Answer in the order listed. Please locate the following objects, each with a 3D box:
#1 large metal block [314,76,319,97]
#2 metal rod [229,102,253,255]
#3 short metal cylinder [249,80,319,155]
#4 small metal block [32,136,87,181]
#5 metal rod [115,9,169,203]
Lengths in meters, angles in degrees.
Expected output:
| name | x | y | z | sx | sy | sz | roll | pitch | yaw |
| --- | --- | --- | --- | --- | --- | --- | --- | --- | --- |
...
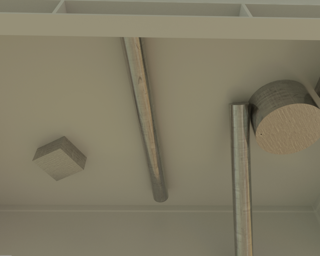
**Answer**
| name | x | y | z | sx | sy | sz | roll | pitch | yaw |
| --- | --- | --- | --- | --- | --- | --- | --- | --- | --- |
| large metal block | 0.220 | -0.052 | 0.333 | 0.050 | 0.080 | 0.079 | 1 | 130 | -1 |
| metal rod | 0.112 | 0.114 | 0.419 | 0.025 | 0.025 | 0.298 | -5 | 102 | 3 |
| short metal cylinder | 0.154 | -0.013 | 0.384 | 0.081 | 0.050 | 0.079 | 0 | 130 | 0 |
| small metal block | -0.143 | 0.045 | 0.445 | 0.050 | 0.025 | 0.050 | -23 | 127 | 18 |
| metal rod | -0.015 | -0.002 | 0.407 | 0.025 | 0.025 | 0.298 | -5 | 130 | 4 |
